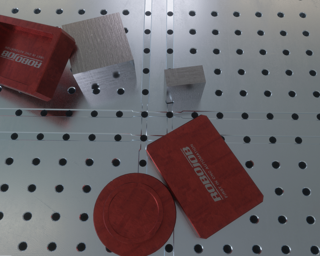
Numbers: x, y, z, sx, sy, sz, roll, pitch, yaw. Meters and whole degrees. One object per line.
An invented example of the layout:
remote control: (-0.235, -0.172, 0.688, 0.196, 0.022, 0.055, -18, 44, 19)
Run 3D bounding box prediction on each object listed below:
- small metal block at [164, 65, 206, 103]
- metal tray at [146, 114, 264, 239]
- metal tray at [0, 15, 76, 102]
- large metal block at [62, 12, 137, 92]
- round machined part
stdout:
small metal block: (0.032, -0.059, 0.420, 0.050, 0.050, 0.025, -7, 70, -3)
metal tray: (0.053, 0.059, 0.388, 0.090, 0.030, 0.130, -30, 73, -11)
metal tray: (-0.186, -0.096, 0.413, 0.130, 0.030, 0.090, 19, 84, 23)
large metal block: (-0.084, -0.106, 0.437, 0.081, 0.050, 0.080, -15, 71, -6)
round machined part: (-0.030, 0.101, 0.366, 0.099, 0.042, 0.098, 0, 70, 0)
